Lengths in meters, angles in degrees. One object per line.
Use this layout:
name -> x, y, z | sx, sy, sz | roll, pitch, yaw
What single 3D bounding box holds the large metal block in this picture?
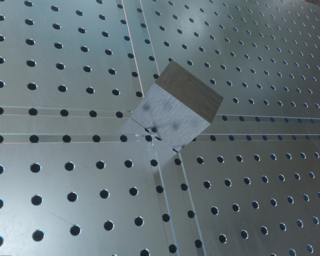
large metal block -> 0.020, -0.026, 0.399 | 0.080, 0.080, 0.050 | 36, 51, -5
